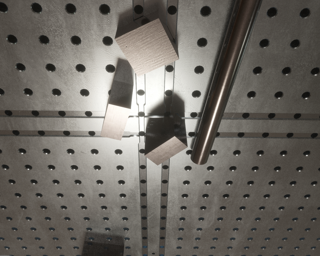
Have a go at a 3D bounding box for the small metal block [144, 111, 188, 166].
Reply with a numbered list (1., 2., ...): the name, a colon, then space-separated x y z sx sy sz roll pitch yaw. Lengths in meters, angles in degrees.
1. small metal block: 0.007 0.013 0.407 0.050 0.050 0.025 -34 123 25

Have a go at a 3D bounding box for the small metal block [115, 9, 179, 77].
1. small metal block: -0.013 -0.091 0.334 0.050 0.025 0.050 -20 128 16

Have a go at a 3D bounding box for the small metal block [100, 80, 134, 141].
1. small metal block: -0.052 -0.022 0.376 0.025 0.050 0.050 13 129 -12

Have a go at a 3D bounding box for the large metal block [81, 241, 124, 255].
1. large metal block: -0.122 0.278 0.631 0.081 0.050 0.079 12 129 -10

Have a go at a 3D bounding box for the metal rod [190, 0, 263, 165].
1. metal rod: 0.077 -0.068 0.354 0.025 0.025 0.298 6 130 -6
